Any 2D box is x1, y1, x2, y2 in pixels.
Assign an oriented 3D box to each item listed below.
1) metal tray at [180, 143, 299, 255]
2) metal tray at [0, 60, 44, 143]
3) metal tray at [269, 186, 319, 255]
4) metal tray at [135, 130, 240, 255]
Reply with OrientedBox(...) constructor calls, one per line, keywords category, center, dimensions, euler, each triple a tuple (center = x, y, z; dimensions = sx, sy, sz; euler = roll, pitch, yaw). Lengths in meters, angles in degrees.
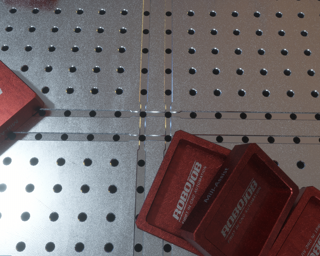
OrientedBox(category="metal tray", center=(0.094, 0.092, 0.350), dimensions=(0.090, 0.030, 0.130), euler=(44, 67, -12))
OrientedBox(category="metal tray", center=(-0.238, -0.022, 0.414), dimensions=(0.090, 0.030, 0.130), euler=(41, 75, 13))
OrientedBox(category="metal tray", center=(0.175, 0.145, 0.358), dimensions=(0.090, 0.030, 0.130), euler=(36, 74, 12))
OrientedBox(category="metal tray", center=(0.037, 0.078, 0.381), dimensions=(0.090, 0.030, 0.130), euler=(22, 71, 7))
